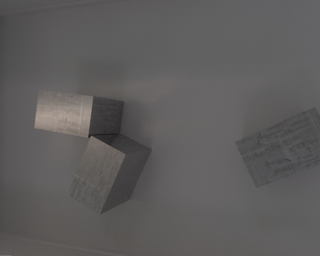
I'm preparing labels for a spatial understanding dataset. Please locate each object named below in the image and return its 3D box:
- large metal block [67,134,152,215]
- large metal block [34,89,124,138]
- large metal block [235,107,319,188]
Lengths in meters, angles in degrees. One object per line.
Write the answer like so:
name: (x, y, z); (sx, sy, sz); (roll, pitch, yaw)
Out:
large metal block: (-0.062, 0.055, 0.403); (0.050, 0.080, 0.080); (26, 99, 18)
large metal block: (-0.106, -0.019, 0.419); (0.080, 0.080, 0.050); (9, 93, 20)
large metal block: (0.133, 0.020, 0.334); (0.080, 0.080, 0.050); (-26, 82, 18)
